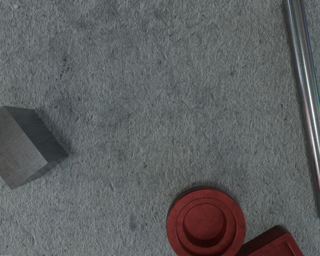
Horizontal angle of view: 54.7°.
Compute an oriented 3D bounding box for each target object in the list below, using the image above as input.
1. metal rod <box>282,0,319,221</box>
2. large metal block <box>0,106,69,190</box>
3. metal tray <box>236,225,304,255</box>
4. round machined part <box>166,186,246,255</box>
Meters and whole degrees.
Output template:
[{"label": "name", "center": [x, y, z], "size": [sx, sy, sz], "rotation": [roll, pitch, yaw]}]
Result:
[{"label": "metal rod", "center": [0.201, -0.025, 0.411], "size": [0.025, 0.025, 0.298], "rotation": [-10, 90, 0]}, {"label": "large metal block", "center": [-0.168, 0.022, 0.381], "size": [0.050, 0.080, 0.080], "rotation": [-37, 90, 0]}, {"label": "metal tray", "center": [0.158, 0.208, 0.409], "size": [0.090, 0.030, 0.130], "rotation": [-31, 90, 0]}, {"label": "round machined part", "center": [0.057, 0.123, 0.402], "size": [0.099, 0.042, 0.097], "rotation": [0, 90, 0]}]
